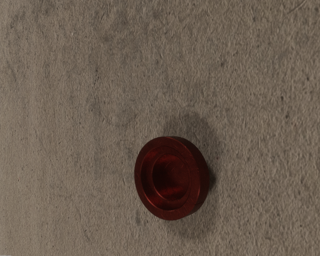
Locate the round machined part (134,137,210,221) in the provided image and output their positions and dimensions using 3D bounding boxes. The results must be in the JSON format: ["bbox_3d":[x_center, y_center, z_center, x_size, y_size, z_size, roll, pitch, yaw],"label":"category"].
[{"bbox_3d":[0.018,0.059,0.377,0.098,0.042,0.097,0,90,39],"label":"round machined part"}]
